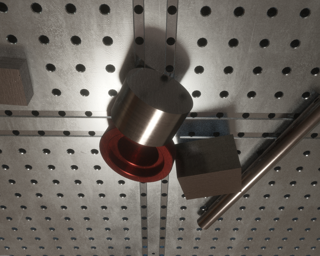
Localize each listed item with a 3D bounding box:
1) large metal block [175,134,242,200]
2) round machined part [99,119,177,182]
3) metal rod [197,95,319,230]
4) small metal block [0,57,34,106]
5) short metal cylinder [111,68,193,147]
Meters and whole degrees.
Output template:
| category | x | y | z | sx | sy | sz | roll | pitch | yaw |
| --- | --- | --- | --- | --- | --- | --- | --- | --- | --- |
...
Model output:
| category | x | y | z | sx | sy | sz | roll | pitch | yaw |
| --- | --- | --- | --- | --- | --- | --- | --- | --- | --- |
| large metal block | 0.068 | 0.057 | 0.432 | 0.080 | 0.050 | 0.080 | -10 | 145 | 8 |
| round machined part | -0.026 | 0.024 | 0.410 | 0.098 | 0.042 | 0.097 | 10 | 131 | 12 |
| metal rod | 0.143 | 0.070 | 0.473 | 0.025 | 0.025 | 0.298 | 20 | 127 | -17 |
| small metal block | -0.181 | -0.055 | 0.362 | 0.050 | 0.025 | 0.050 | 4 | 130 | -4 |
| short metal cylinder | -0.009 | -0.025 | 0.354 | 0.081 | 0.080 | 0.050 | 19 | 126 | -16 |
